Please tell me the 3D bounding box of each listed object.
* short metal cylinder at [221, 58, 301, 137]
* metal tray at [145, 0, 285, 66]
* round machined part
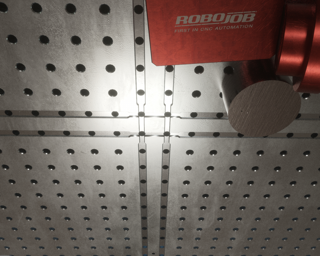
[{"bbox_3d":[0.117,-0.036,0.367,0.081,0.050,0.079,0,130,0],"label":"short metal cylinder"},{"bbox_3d":[0.053,-0.113,0.313,0.131,0.030,0.089,-3,130,2],"label":"metal tray"},{"bbox_3d":[0.137,-0.083,0.298,0.042,0.098,0.097,8,132,15],"label":"round machined part"}]
